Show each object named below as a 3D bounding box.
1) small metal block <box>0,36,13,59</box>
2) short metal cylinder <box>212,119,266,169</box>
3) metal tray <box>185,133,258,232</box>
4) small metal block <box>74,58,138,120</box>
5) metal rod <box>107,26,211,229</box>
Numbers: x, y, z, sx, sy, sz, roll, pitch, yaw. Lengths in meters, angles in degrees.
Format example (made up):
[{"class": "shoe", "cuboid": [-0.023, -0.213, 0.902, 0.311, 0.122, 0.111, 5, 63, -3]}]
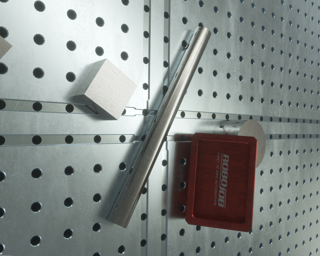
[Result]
[{"class": "small metal block", "cuboid": [-0.160, -0.073, 0.259, 0.050, 0.050, 0.025, 44, 63, -31]}, {"class": "short metal cylinder", "cuboid": [0.127, 0.026, 0.503, 0.081, 0.050, 0.079, 0, 90, -40]}, {"class": "metal tray", "cuboid": [0.088, 0.075, 0.443, 0.030, 0.090, 0.129, 22, 72, -77]}, {"class": "small metal block", "cuboid": [-0.062, -0.043, 0.359, 0.050, 0.025, 0.050, 40, 66, -33]}, {"class": "metal rod", "cuboid": [0.007, -0.015, 0.416, 0.025, 0.025, 0.300, 38, 67, -34]}]
